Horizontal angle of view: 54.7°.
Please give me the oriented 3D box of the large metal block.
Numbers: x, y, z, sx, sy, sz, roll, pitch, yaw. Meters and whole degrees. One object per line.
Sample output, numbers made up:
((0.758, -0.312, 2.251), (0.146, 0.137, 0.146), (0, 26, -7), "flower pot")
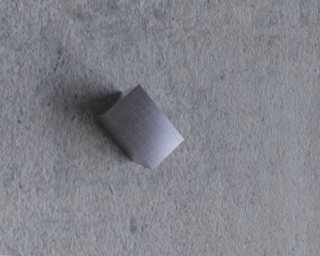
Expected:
((-0.029, -0.001, 0.370), (0.050, 0.080, 0.080), (-43, 104, -15), "large metal block")
